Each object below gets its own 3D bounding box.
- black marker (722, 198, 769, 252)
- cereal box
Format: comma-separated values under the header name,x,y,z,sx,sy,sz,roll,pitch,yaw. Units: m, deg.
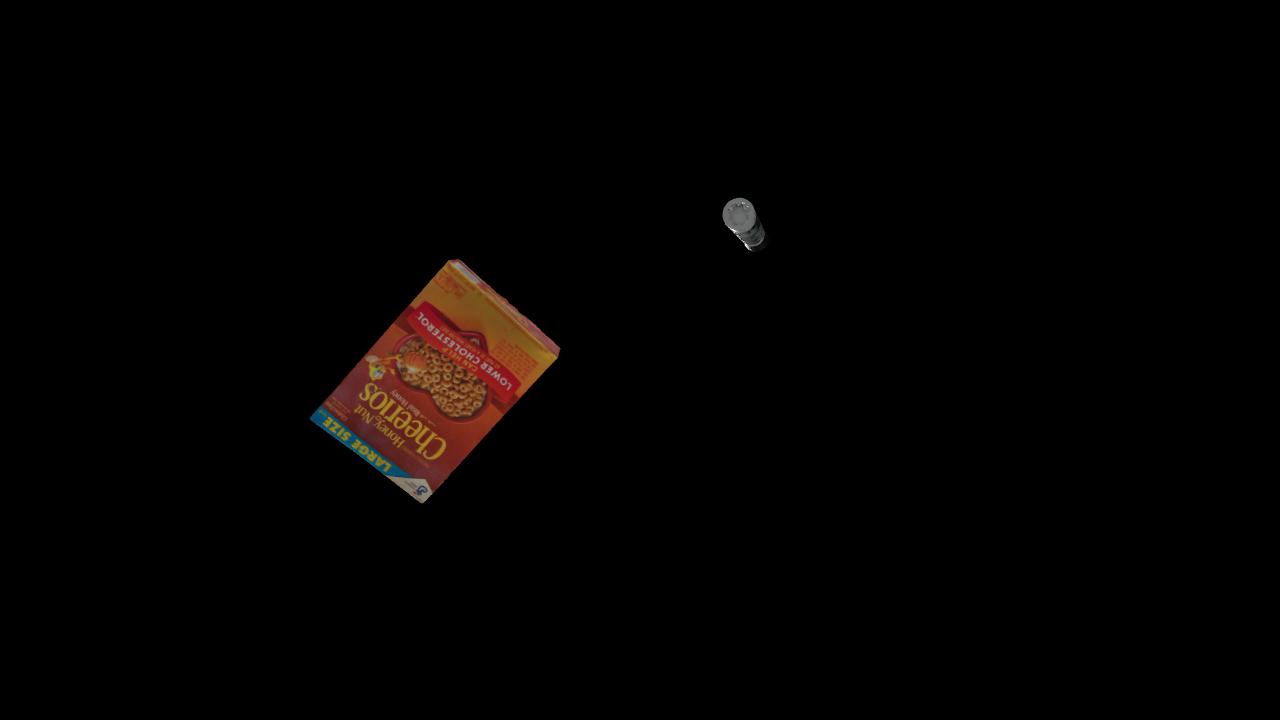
name,x,y,z,sx,sy,sz,roll,pitch,yaw
black marker,0.074,-0.089,0.418,0.020,0.020,0.121,0,3,16
cereal box,-0.291,0.033,0.893,0.203,0.306,0.081,43,6,-11
